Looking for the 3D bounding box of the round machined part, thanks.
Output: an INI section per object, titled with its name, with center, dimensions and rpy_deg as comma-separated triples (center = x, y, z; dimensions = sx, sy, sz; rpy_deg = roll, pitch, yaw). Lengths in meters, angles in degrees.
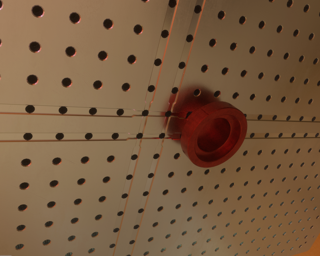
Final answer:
[round machined part]
center = 0.073, 0.005, 0.445
dimensions = 0.099, 0.042, 0.097
rpy_deg = -14, 125, -21
